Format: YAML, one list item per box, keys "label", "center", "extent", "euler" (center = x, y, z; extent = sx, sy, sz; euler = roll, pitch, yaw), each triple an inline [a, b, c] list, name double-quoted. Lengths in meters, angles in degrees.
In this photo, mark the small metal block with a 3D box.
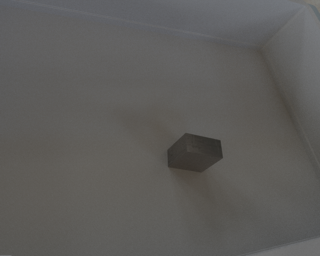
- label: "small metal block"
  center: [0.043, 0.033, 0.395]
  extent: [0.050, 0.050, 0.025]
  euler: [12, 57, -22]
